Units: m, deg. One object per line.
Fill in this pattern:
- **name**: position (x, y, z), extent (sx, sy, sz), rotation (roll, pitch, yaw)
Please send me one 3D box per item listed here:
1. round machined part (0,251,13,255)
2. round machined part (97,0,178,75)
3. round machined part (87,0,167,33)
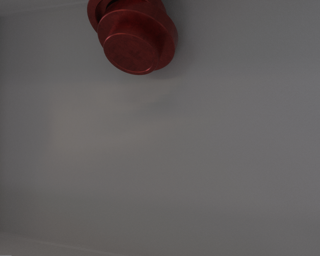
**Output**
- **round machined part**: position (-0.261, 0.237, 0.492), extent (0.098, 0.042, 0.097), rotation (3, 97, 20)
- **round machined part**: position (-0.030, -0.103, 0.379), extent (0.098, 0.098, 0.042), rotation (4, 58, 20)
- **round machined part**: position (-0.038, -0.147, 0.394), extent (0.098, 0.098, 0.042), rotation (5, 59, 20)
